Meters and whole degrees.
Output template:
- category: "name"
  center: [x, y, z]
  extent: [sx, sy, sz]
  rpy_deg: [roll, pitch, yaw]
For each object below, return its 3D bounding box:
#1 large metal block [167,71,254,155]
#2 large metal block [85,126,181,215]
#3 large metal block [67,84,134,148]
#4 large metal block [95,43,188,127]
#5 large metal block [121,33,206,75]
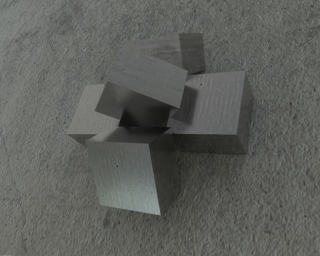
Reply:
- category: "large metal block"
  center: [0.060, -0.017, 0.364]
  extent: [0.080, 0.050, 0.080]
  rpy_deg: [0, 62, 28]
- category: "large metal block"
  center: [-0.028, 0.044, 0.349]
  extent: [0.080, 0.079, 0.050]
  rpy_deg: [1, 19, 29]
- category: "large metal block"
  center: [-0.071, -0.015, 0.434]
  extent: [0.080, 0.050, 0.080]
  rpy_deg: [0, 62, 27]
- category: "large metal block"
  center: [-0.024, -0.043, 0.365]
  extent: [0.080, 0.080, 0.050]
  rpy_deg: [136, 151, -61]
- category: "large metal block"
  center: [0.008, -0.096, 0.416]
  extent: [0.080, 0.080, 0.050]
  rpy_deg: [0, 105, 28]
